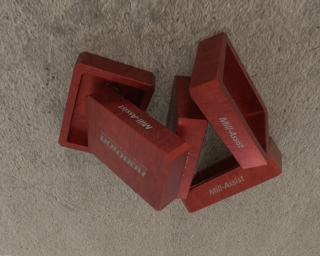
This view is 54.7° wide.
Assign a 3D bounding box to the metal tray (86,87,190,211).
[{"bbox_3d":[-0.032,0.022,0.353,0.130,0.030,0.089,36,137,28],"label":"metal tray"}]

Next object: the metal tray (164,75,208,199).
[{"bbox_3d":[0.025,0.013,0.378,0.030,0.090,0.129,5,131,-5],"label":"metal tray"}]

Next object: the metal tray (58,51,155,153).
[{"bbox_3d":[-0.069,-0.021,0.387,0.091,0.030,0.129,15,128,-13],"label":"metal tray"}]

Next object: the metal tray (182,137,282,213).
[{"bbox_3d":[0.097,0.062,0.420,0.130,0.090,0.030,-31,89,23],"label":"metal tray"}]

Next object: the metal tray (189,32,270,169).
[{"bbox_3d":[0.082,-0.027,0.341,0.030,0.090,0.130,-17,130,32],"label":"metal tray"}]
